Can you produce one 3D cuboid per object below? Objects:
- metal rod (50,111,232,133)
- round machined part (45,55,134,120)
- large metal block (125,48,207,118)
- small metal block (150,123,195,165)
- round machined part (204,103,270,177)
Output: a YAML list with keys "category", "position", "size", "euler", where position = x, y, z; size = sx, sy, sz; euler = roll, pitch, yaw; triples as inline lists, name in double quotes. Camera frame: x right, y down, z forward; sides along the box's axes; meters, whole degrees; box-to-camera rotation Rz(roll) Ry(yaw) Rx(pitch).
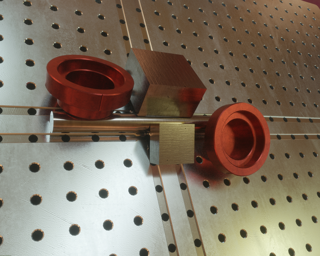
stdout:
- category: "metal rod"
  position: [0.012, -0.006, 0.419]
  size: [0.303, 0.025, 0.025]
  euler: [0, 62, -28]
- category: "round machined part"
  position: [-0.083, -0.046, 0.364]
  size: [0.099, 0.042, 0.098]
  euler: [14, 31, -8]
- category: "large metal block"
  position: [0.003, -0.060, 0.415]
  size: [0.081, 0.050, 0.080]
  euler: [1, 43, -28]
- category: "small metal block"
  position: [0.016, 0.019, 0.392]
  size: [0.050, 0.025, 0.050]
  euler: [1, 90, -28]
- category: "round machined part"
  position: [0.101, 0.016, 0.426]
  size: [0.099, 0.042, 0.097]
  euler: [2, 86, -28]
